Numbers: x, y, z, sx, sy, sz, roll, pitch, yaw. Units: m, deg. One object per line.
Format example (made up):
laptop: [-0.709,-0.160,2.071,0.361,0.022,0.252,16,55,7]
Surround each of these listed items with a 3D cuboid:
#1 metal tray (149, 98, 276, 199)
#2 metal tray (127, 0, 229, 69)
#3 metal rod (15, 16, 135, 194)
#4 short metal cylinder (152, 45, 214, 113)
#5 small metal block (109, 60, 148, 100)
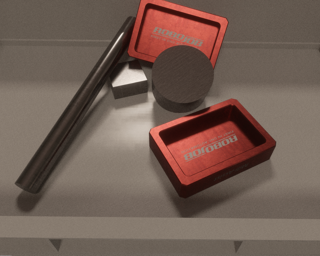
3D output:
metal tray: [0.063,0.020,0.385,0.131,0.030,0.090,-21,53,-17]
metal tray: [0.026,-0.134,0.465,0.131,0.089,0.030,16,11,1]
metal rod: [-0.097,-0.050,0.421,0.025,0.025,0.300,17,59,13]
short metal cylinder: [0.029,-0.065,0.424,0.081,0.050,0.080,0,78,-2]
small metal block: [-0.050,-0.074,0.467,0.050,0.025,0.050,-14,52,-12]
